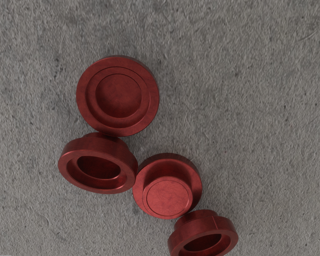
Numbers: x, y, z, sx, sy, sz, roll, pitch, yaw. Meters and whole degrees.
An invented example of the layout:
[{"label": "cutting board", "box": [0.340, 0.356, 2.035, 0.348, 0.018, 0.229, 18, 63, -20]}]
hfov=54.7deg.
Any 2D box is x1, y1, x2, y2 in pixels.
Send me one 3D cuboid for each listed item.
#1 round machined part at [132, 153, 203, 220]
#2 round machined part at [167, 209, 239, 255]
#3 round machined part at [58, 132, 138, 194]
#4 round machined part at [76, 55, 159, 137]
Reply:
[{"label": "round machined part", "box": [0.010, 0.088, 0.433, 0.099, 0.042, 0.097, 0, 110, 0]}, {"label": "round machined part", "box": [0.058, 0.154, 0.445, 0.099, 0.042, 0.097, -9, 133, -9]}, {"label": "round machined part", "box": [-0.077, 0.043, 0.402, 0.099, 0.042, 0.097, 5, 138, 4]}, {"label": "round machined part", "box": [-0.050, -0.042, 0.385, 0.099, 0.042, 0.097, 0, 110, 0]}]
